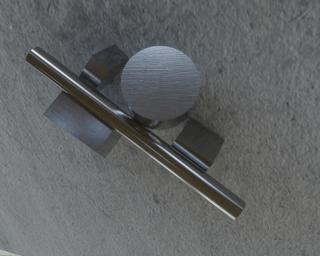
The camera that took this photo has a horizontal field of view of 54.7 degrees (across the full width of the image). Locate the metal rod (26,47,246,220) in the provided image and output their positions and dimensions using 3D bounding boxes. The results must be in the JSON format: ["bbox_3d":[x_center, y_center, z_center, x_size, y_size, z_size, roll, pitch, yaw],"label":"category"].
[{"bbox_3d":[-0.030,0.004,0.361,0.300,0.025,0.025,37,129,3],"label":"metal rod"}]

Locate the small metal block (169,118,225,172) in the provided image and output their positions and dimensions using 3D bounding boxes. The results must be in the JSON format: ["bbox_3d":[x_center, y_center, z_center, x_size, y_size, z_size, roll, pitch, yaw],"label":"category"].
[{"bbox_3d":[0.045,0.021,0.377,0.050,0.050,0.025,35,129,4],"label":"small metal block"}]

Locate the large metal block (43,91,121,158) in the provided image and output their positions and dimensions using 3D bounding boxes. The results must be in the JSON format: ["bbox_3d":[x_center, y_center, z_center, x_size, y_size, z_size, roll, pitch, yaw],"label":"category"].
[{"bbox_3d":[-0.096,-0.006,0.414,0.080,0.050,0.080,35,169,4],"label":"large metal block"}]

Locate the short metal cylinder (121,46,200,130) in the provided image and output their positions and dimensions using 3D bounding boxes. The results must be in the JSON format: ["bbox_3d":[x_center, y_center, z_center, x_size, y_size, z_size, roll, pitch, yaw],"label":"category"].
[{"bbox_3d":[0.000,-0.041,0.338,0.080,0.080,0.050,34,170,5],"label":"short metal cylinder"}]

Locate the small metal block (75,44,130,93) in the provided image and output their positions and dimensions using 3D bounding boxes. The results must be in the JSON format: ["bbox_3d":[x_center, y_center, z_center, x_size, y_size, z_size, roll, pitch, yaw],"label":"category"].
[{"bbox_3d":[-0.071,-0.072,0.384,0.025,0.050,0.050,44,129,-2],"label":"small metal block"}]
